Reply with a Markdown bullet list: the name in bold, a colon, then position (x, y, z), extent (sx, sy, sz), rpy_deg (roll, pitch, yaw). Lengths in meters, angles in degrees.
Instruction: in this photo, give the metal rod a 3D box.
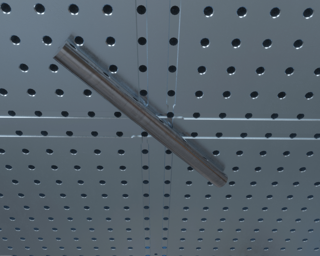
- **metal rod**: position (-0.007, -0.002, 0.410), extent (0.025, 0.025, 0.301), rpy_deg (-35, 122, 26)
